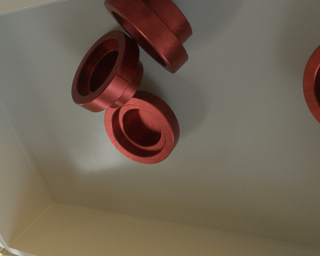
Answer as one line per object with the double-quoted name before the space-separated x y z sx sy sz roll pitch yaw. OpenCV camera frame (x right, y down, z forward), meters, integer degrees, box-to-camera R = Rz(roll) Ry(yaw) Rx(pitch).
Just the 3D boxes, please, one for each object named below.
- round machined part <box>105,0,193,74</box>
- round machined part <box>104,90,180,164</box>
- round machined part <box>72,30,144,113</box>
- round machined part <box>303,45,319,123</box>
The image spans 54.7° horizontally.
"round machined part" -0.006 -0.104 0.313 0.098 0.098 0.042 44 93 -3
"round machined part" -0.020 -0.005 0.405 0.098 0.042 0.097 13 124 21
"round machined part" -0.058 -0.062 0.366 0.098 0.098 0.042 -23 141 36
"round machined part" 0.179 -0.038 0.262 0.098 0.042 0.097 35 136 43
